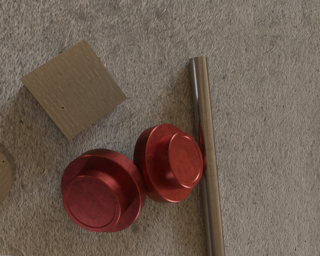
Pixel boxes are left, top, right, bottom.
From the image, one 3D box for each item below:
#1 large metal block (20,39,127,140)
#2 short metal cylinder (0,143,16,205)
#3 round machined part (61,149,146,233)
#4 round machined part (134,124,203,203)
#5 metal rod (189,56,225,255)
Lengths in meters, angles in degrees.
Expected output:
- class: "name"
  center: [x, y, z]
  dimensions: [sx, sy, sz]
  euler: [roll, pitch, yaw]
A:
- class: "large metal block"
  center: [-0.099, -0.042, 0.359]
  dimensions: [0.080, 0.050, 0.080]
  euler: [-38, 102, -16]
- class: "short metal cylinder"
  center: [-0.197, 0.050, 0.323]
  dimensions: [0.081, 0.050, 0.079]
  euler: [0, 90, -20]
- class: "round machined part"
  center: [-0.068, 0.076, 0.348]
  dimensions: [0.098, 0.042, 0.097]
  euler: [5, 108, 15]
- class: "round machined part"
  center: [0.017, 0.042, 0.382]
  dimensions: [0.099, 0.042, 0.098]
  euler: [21, 62, -45]
- class: "metal rod"
  center: [0.067, 0.052, 0.433]
  dimensions: [0.025, 0.025, 0.298]
  euler: [-6, 92, -20]
